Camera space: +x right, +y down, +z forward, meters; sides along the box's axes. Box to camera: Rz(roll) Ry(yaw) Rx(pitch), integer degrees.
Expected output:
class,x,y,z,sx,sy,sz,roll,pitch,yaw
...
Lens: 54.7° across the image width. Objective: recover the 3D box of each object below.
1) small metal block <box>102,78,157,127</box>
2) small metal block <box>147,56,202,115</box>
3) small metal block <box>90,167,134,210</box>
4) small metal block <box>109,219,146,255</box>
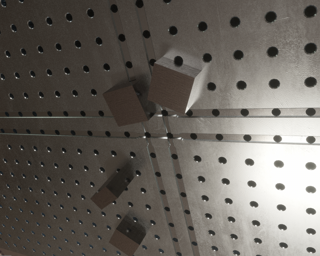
class,x,y,z,sx,sy,sz,roll,pitch,yaw
small metal block,-0.040,-0.033,0.411,0.050,0.025,0.050,-11,113,32
small metal block,0.017,-0.051,0.370,0.050,0.025,0.050,23,127,13
small metal block,-0.076,0.096,0.493,0.025,0.050,0.050,46,129,-4
small metal block,-0.060,0.202,0.566,0.050,0.025,0.050,32,128,7
